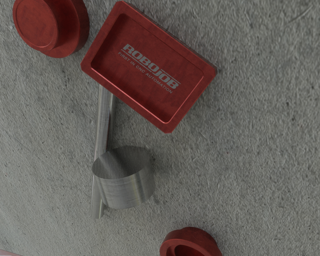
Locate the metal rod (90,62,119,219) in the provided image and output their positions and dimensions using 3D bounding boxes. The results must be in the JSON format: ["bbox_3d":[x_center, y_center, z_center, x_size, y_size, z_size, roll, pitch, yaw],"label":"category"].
[{"bbox_3d":[-0.088,0.036,0.472,0.025,0.025,0.298,23,127,14],"label":"metal rod"}]

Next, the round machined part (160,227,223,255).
[{"bbox_3d":[0.052,0.196,0.488,0.098,0.042,0.097,13,124,20],"label":"round machined part"}]

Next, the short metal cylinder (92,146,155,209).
[{"bbox_3d":[-0.050,0.068,0.438,0.080,0.080,0.050,4,120,26],"label":"short metal cylinder"}]

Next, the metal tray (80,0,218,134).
[{"bbox_3d":[-0.013,-0.067,0.349,0.130,0.030,0.090,37,110,2],"label":"metal tray"}]

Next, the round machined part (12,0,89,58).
[{"bbox_3d":[-0.141,-0.134,0.385,0.098,0.042,0.097,13,124,20],"label":"round machined part"}]
